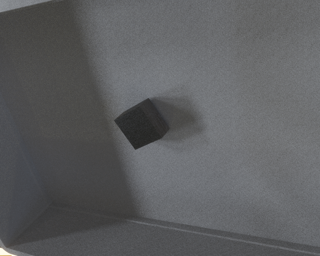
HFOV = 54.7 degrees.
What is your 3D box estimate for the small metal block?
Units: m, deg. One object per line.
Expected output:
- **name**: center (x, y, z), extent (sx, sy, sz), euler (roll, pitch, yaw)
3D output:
- **small metal block**: center (-0.024, -0.005, 0.413), extent (0.050, 0.025, 0.050), euler (-26, 105, 36)
